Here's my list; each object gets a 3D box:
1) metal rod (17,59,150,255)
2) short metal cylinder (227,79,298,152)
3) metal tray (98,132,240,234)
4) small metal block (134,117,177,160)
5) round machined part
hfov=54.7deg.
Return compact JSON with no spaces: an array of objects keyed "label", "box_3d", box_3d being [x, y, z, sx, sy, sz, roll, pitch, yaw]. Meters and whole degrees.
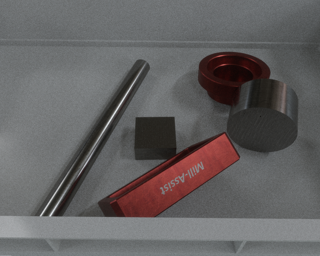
[{"label":"metal rod","box_3d":[-0.078,0.010,0.395,0.025,0.025,0.301,16,52,12]},{"label":"short metal cylinder","box_3d":[0.127,-0.014,0.383,0.080,0.080,0.050,13,52,10]},{"label":"metal tray","box_3d":[0.006,0.054,0.315,0.131,0.090,0.030,-29,88,-23]},{"label":"small metal block","box_3d":[-0.006,0.013,0.394,0.050,0.025,0.050,-1,50,-1]},{"label":"round machined part","box_3d":[0.104,-0.069,0.446,0.099,0.042,0.098,0,40,0]}]
